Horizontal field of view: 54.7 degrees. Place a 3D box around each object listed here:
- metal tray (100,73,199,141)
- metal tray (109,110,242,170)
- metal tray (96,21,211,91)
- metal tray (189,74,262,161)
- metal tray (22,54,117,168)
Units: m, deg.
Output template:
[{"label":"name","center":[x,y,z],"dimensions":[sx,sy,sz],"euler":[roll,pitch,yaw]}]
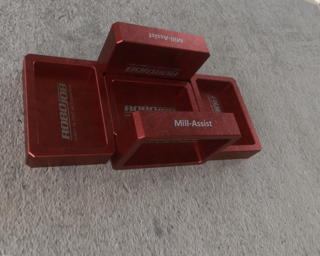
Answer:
[{"label":"metal tray","center":[-0.010,-0.022,0.411],"dimensions":[0.131,0.030,0.090],"euler":[1,61,-28]},{"label":"metal tray","center":[0.017,0.016,0.362],"dimensions":[0.131,0.090,0.030],"euler":[0,62,-29]},{"label":"metal tray","center":[-0.011,-0.089,0.414],"dimensions":[0.131,0.090,0.030],"euler":[0,62,-29]},{"label":"metal tray","center":[0.089,-0.018,0.463],"dimensions":[0.091,0.030,0.130],"euler":[0,62,-28]},{"label":"metal tray","center":[-0.107,-0.022,0.358],"dimensions":[0.091,0.030,0.130],"euler":[0,62,-28]}]
